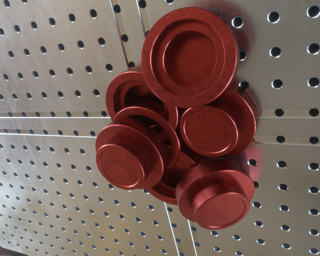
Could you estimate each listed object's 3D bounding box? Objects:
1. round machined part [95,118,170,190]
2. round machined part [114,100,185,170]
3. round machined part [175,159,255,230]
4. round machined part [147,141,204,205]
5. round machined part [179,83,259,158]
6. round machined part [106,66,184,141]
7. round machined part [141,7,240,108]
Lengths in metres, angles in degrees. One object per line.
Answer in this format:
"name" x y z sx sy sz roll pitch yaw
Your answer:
"round machined part" -0.041 0.039 0.392 0.098 0.042 0.097 13 124 21
"round machined part" -0.012 0.007 0.411 0.098 0.042 0.097 13 124 21
"round machined part" 0.072 0.089 0.386 0.099 0.042 0.097 -6 127 -8
"round machined part" 0.019 0.054 0.424 0.098 0.042 0.097 13 124 21
"round machined part" 0.062 -0.005 0.364 0.098 0.042 0.097 13 124 21
"round machined part" -0.015 -0.031 0.390 0.098 0.042 0.097 13 124 21
"round machined part" 0.034 -0.071 0.324 0.098 0.042 0.097 3 99 21
